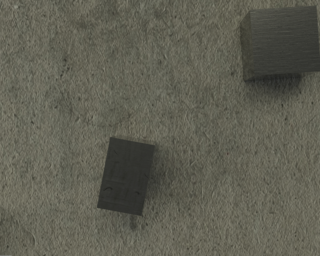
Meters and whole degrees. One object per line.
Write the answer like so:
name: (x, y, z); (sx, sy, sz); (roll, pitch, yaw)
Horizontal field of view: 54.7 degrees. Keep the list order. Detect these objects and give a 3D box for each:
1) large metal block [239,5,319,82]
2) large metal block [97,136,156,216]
large metal block: (0.151, -0.106, 0.398); (0.080, 0.050, 0.080); (-4, 90, 0)
large metal block: (-0.038, 0.053, 0.382); (0.050, 0.080, 0.080); (11, 90, 0)
